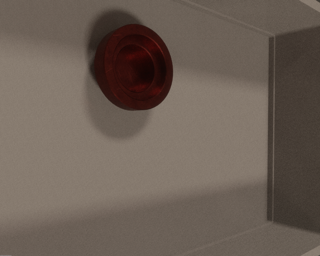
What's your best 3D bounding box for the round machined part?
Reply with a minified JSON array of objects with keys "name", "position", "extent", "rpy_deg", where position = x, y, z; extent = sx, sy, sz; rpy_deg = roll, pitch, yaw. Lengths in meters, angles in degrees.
[{"name":"round machined part","position":[-0.034,-0.069,0.368],"extent":[0.099,0.042,0.097],"rpy_deg":[0,90,-40]}]
